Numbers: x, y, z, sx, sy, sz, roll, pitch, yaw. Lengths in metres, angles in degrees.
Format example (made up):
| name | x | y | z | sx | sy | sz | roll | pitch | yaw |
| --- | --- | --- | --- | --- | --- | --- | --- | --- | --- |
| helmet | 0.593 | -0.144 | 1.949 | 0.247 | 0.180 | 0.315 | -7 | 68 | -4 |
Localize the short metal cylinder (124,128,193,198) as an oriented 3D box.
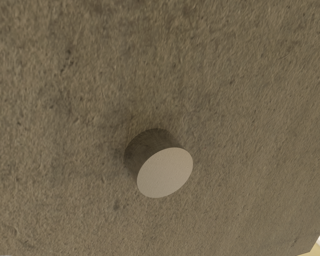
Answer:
| name | x | y | z | sx | sy | sz | roll | pitch | yaw |
| --- | --- | --- | --- | --- | --- | --- | --- | --- | --- |
| short metal cylinder | -0.003 | 0.047 | 0.420 | 0.081 | 0.050 | 0.079 | -14 | 125 | -21 |
